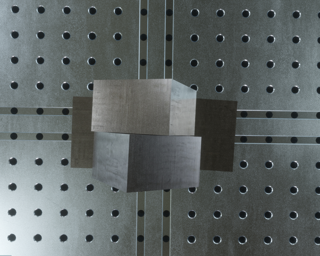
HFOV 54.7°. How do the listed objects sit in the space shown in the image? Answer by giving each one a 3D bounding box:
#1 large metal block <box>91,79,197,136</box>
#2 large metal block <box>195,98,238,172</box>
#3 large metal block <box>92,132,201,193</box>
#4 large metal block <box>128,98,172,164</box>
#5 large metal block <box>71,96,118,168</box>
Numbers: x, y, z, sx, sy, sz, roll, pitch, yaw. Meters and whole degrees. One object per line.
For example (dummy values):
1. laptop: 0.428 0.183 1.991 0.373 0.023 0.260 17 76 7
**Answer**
1. large metal block: -0.013 -0.019 0.322 0.080 0.080 0.050 3 90 22
2. large metal block: 0.059 0.008 0.386 0.050 0.080 0.079 4 90 0
3. large metal block: -0.016 0.031 0.319 0.081 0.080 0.050 3 90 -34
4. large metal block: -0.006 0.005 0.399 0.081 0.050 0.079 3 90 -1
5. large metal block: -0.073 0.005 0.385 0.050 0.080 0.079 2 90 0
